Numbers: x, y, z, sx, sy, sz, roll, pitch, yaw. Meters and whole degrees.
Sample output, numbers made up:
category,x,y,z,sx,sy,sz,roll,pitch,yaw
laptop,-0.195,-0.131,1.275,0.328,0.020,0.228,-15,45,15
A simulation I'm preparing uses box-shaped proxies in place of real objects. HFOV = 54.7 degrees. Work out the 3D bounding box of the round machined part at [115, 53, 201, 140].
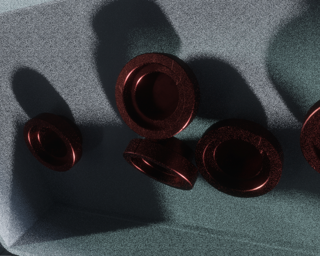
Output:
category,x,y,z,sx,sy,sz,roll,pitch,yaw
round machined part,0.001,-0.038,0.363,0.098,0.042,0.097,6,105,24

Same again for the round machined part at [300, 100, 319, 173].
category,x,y,z,sx,sy,sz,roll,pitch,yaw
round machined part,0.191,0.005,0.299,0.098,0.042,0.097,14,125,22

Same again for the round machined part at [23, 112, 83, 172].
category,x,y,z,sx,sy,sz,roll,pitch,yaw
round machined part,-0.165,0.018,0.496,0.098,0.042,0.097,13,124,21

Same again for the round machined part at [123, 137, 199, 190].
category,x,y,z,sx,sy,sz,roll,pitch,yaw
round machined part,0.005,0.039,0.400,0.098,0.042,0.098,24,159,10

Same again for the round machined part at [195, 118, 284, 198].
category,x,y,z,sx,sy,sz,roll,pitch,yaw
round machined part,0.095,0.031,0.367,0.098,0.042,0.097,13,124,21
